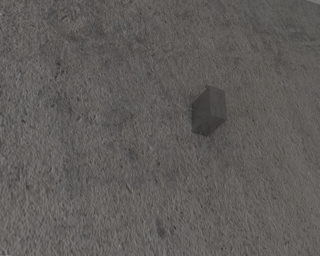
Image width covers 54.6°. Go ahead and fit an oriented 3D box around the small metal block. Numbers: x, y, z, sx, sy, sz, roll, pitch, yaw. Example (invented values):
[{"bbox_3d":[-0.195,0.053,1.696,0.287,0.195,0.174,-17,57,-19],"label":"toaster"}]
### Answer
[{"bbox_3d":[0.068,-0.023,0.438,0.025,0.050,0.050,17,55,-19],"label":"small metal block"}]
